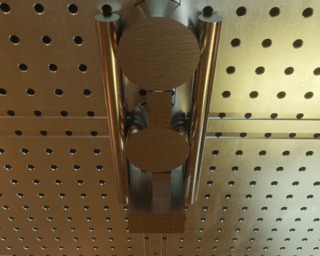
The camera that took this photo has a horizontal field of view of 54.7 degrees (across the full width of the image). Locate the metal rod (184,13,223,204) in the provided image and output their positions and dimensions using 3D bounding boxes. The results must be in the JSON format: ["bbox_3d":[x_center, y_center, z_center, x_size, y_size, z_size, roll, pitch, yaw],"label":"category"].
[{"bbox_3d":[0.050,0.001,0.412,0.025,0.025,0.298,0,130,-1],"label":"metal rod"}]

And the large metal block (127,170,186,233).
[{"bbox_3d":[-0.005,0.110,0.469,0.081,0.080,0.050,1,130,-1],"label":"large metal block"}]

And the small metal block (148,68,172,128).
[{"bbox_3d":[0.000,-0.036,0.363,0.025,0.050,0.050,1,130,-1],"label":"small metal block"}]

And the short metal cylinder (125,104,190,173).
[{"bbox_3d":[-0.003,0.013,0.406,0.081,0.050,0.079,0,130,0],"label":"short metal cylinder"}]

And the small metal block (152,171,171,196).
[{"bbox_3d":[0.002,0.063,0.448,0.025,0.050,0.050,0,130,0],"label":"small metal block"}]

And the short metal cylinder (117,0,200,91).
[{"bbox_3d":[-0.001,-0.085,0.322,0.081,0.050,0.079,0,130,0],"label":"short metal cylinder"}]

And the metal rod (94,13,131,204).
[{"bbox_3d":[-0.056,0.001,0.410,0.025,0.025,0.298,0,130,-1],"label":"metal rod"}]
